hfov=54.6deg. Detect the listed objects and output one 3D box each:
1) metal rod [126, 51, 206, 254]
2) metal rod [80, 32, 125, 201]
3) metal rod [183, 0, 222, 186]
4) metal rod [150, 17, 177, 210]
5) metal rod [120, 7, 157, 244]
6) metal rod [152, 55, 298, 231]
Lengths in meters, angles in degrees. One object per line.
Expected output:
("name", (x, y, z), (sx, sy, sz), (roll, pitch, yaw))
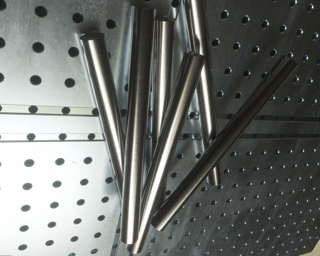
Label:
("metal rod", (0.000, 0.048, 0.406), (0.025, 0.025, 0.298), (2, 117, -30))
("metal rod", (-0.053, 0.029, 0.399), (0.025, 0.025, 0.298), (-19, 126, -17))
("metal rod", (0.063, -0.032, 0.424), (0.025, 0.025, 0.299), (-24, 127, -14))
("metal rod", (0.000, 0.009, 0.415), (0.025, 0.025, 0.298), (-12, 123, -22))
("metal rod", (-0.029, 0.013, 0.377), (0.025, 0.025, 0.298), (-5, 113, -26))
("metal rod", (0.085, 0.027, 0.439), (0.025, 0.025, 0.299), (30, 102, -38))
